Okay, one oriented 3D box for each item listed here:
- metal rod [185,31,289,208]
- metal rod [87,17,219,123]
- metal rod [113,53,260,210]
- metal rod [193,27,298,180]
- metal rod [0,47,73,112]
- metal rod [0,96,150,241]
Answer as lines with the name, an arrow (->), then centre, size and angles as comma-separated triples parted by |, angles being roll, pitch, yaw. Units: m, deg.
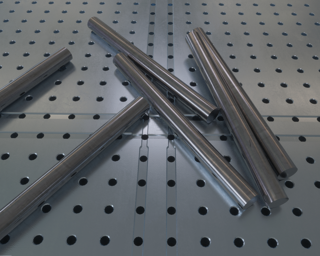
metal rod -> 0.091, -0.034, 0.426 | 0.025, 0.025, 0.299 | -11, 54, -9
metal rod -> -0.025, -0.104, 0.495 | 0.025, 0.025, 0.300 | -33, 58, -25
metal rod -> 0.018, -0.015, 0.420 | 0.025, 0.025, 0.300 | -27, 55, -21
metal rod -> 0.108, -0.057, 0.455 | 0.025, 0.025, 0.300 | -13, 51, -10
metal rod -> -0.238, -0.027, 0.429 | 0.025, 0.025, 0.301 | 28, 55, 21
metal rod -> -0.118, 0.055, 0.360 | 0.025, 0.025, 0.301 | 32, 57, 24
